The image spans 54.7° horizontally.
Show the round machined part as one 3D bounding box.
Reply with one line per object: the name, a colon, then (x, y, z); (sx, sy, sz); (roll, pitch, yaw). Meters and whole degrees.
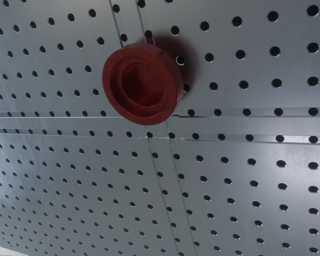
round machined part: (-0.017, -0.055, 0.375); (0.098, 0.042, 0.097); (13, 124, 21)
